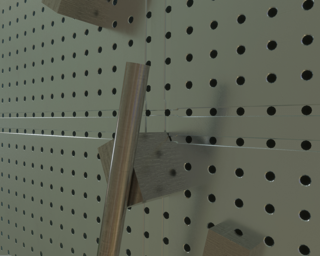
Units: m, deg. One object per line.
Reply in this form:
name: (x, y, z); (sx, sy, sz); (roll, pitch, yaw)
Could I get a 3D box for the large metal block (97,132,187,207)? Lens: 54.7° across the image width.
large metal block: (-0.022, 0.052, 0.390); (0.050, 0.081, 0.080); (-29, 72, 36)

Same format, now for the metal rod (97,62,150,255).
metal rod: (-0.048, 0.079, 0.342); (0.025, 0.025, 0.298); (16, 100, 38)

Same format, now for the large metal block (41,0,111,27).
large metal block: (-0.120, -0.210, 0.470); (0.050, 0.081, 0.079); (39, 114, 33)

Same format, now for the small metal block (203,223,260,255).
small metal block: (0.077, 0.143, 0.345); (0.050, 0.025, 0.050); (18, 101, 38)
